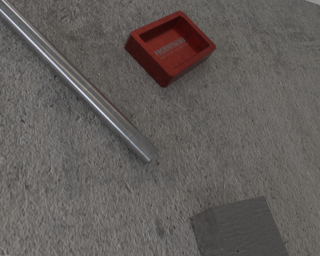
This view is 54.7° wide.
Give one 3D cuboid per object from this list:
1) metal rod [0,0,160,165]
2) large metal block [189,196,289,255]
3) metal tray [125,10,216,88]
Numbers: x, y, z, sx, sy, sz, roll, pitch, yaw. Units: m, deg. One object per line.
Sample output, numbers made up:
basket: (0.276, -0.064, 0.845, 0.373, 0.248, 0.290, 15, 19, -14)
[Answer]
metal rod: (-0.115, -0.069, 0.383, 0.300, 0.025, 0.025, 45, 51, 3)
large metal block: (0.091, 0.130, 0.357, 0.081, 0.050, 0.080, -3, 63, -30)
metal tray: (0.020, -0.128, 0.489, 0.090, 0.030, 0.131, 47, 51, 5)
